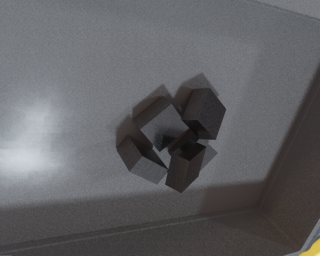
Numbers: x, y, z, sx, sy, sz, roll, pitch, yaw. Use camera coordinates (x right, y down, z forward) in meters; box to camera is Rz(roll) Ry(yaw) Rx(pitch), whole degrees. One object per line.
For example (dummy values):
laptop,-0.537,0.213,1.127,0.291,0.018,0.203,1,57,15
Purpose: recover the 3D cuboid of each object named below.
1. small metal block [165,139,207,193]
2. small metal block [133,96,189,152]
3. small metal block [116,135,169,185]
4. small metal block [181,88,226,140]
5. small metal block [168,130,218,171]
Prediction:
small metal block,0.035,0.050,0.411,0.050,0.025,0.050,-30,137,-52
small metal block,0.002,-0.005,0.405,0.050,0.025,0.050,-40,130,-2
small metal block,-0.023,0.042,0.404,0.050,0.050,0.025,33,100,-39
small metal block,0.060,-0.018,0.416,0.050,0.025,0.050,43,60,-40
small metal block,0.049,0.037,0.458,0.050,0.025,0.050,-46,130,4
